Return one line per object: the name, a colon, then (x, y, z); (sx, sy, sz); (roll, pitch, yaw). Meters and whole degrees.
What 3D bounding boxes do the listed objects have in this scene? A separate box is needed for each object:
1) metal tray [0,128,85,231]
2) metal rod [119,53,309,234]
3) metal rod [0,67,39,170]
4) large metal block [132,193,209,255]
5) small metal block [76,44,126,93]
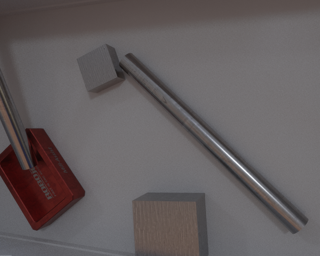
metal tray: (-0.185, 0.076, 0.471); (0.090, 0.030, 0.130); (-40, 78, 15)
metal rod: (0.057, 0.010, 0.389); (0.300, 0.025, 0.025); (45, 104, 14)
metal rod: (-0.226, -0.080, 0.410); (0.025, 0.025, 0.298); (-6, 112, 19)
large metal block: (0.014, 0.127, 0.391); (0.080, 0.050, 0.079); (-4, 89, 19)
small metal block: (-0.083, -0.083, 0.439); (0.050, 0.025, 0.050); (-22, 83, 18)
